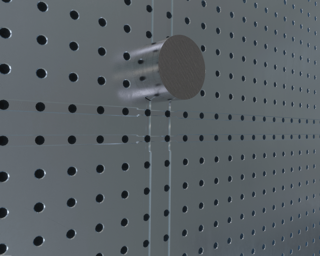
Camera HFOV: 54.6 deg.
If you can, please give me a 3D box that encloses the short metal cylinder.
[{"bbox_3d":[0.013,-0.075,0.402,0.081,0.050,0.080,0,90,-40],"label":"short metal cylinder"}]
